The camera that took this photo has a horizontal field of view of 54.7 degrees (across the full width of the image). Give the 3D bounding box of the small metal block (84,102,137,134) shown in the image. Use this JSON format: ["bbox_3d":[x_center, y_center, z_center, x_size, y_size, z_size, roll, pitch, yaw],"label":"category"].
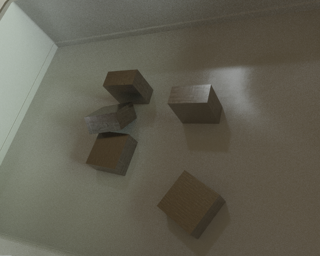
[{"bbox_3d":[-0.068,-0.014,0.433,0.050,0.025,0.050,-8,17,24],"label":"small metal block"}]

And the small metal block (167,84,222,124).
[{"bbox_3d":[0.044,-0.028,0.384,0.050,0.050,0.025,1,62,28],"label":"small metal block"}]

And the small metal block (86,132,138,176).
[{"bbox_3d":[-0.065,0.033,0.419,0.050,0.025,0.050,6,65,31],"label":"small metal block"}]

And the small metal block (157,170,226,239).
[{"bbox_3d":[0.034,0.083,0.337,0.050,0.025,0.050,32,80,38],"label":"small metal block"}]

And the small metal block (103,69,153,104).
[{"bbox_3d":[-0.045,-0.058,0.449,0.050,0.050,0.025,1,63,29],"label":"small metal block"}]
